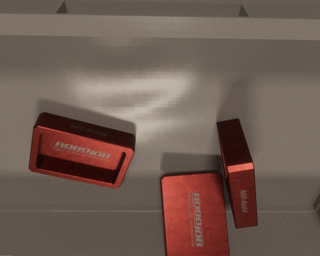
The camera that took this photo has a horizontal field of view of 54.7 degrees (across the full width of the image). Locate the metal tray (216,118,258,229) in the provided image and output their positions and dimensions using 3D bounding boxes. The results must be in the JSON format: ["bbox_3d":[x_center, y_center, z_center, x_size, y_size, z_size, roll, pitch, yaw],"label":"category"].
[{"bbox_3d":[0.105,0.063,0.421,0.030,0.090,0.129,-11,130,8],"label":"metal tray"}]

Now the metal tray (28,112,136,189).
[{"bbox_3d":[-0.109,0.035,0.433,0.131,0.030,0.089,15,129,-13],"label":"metal tray"}]

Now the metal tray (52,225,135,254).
[{"bbox_3d":[-0.115,0.204,0.562,0.131,0.030,0.090,-3,150,2],"label":"metal tray"}]

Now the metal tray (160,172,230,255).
[{"bbox_3d":[0.050,0.133,0.459,0.091,0.129,0.030,-4,174,-5],"label":"metal tray"}]
